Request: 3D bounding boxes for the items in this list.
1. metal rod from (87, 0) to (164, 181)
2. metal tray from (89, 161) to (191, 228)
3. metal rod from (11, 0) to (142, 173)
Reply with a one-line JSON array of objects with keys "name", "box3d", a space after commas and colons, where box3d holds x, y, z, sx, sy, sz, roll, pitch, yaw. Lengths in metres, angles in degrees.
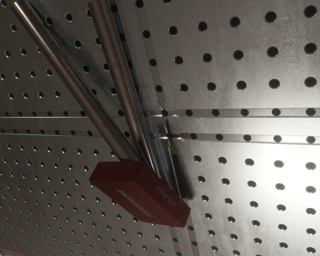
[{"name": "metal rod", "box3d": [-0.034, -0.016, 0.417, 0.025, 0.025, 0.298, -2, 118, 29]}, {"name": "metal tray", "box3d": [-0.026, 0.096, 0.443, 0.090, 0.030, 0.130, -7, 137, 39]}, {"name": "metal rod", "box3d": [-0.099, -0.039, 0.418, 0.025, 0.025, 0.299, -31, 96, 38]}]
